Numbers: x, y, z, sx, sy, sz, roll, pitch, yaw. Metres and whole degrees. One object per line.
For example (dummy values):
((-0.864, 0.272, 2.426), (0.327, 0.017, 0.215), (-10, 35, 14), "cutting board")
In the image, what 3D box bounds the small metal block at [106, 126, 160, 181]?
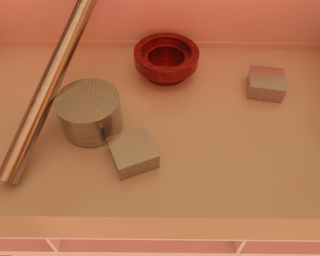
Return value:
((-0.033, 0.030, 0.379), (0.050, 0.025, 0.050), (-18, 52, -15), "small metal block")

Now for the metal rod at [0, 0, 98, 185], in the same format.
((-0.134, -0.075, 0.399), (0.025, 0.025, 0.299), (14, 72, 10), "metal rod")

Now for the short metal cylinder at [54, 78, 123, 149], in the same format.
((-0.091, -0.020, 0.404), (0.081, 0.050, 0.080), (0, 50, 0), "short metal cylinder")

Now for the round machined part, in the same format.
((0.010, -0.102, 0.480), (0.099, 0.042, 0.098), (0, 50, 0), "round machined part")

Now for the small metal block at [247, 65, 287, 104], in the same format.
((0.158, -0.066, 0.463), (0.050, 0.025, 0.050), (8, 50, 6), "small metal block")
